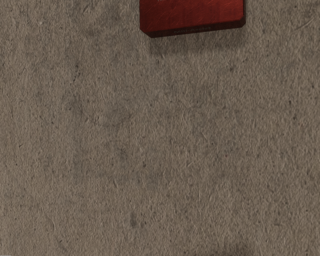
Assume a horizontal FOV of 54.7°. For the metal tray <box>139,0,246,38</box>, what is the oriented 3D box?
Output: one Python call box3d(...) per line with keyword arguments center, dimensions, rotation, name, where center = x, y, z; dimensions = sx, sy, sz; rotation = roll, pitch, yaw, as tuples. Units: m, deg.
box3d(center=(0.040, -0.169, 0.392), dimensions=(0.130, 0.030, 0.089), rotation=(-1, 90, 19), name="metal tray")
